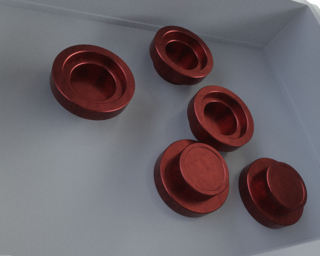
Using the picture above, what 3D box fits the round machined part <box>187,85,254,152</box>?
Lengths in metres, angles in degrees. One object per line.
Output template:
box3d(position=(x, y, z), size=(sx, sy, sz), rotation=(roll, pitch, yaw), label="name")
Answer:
box3d(position=(0.082, -0.009, 0.444), size=(0.099, 0.042, 0.098), rotation=(14, 56, -21), label="round machined part")

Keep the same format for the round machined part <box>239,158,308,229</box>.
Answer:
box3d(position=(0.162, 0.086, 0.430), size=(0.099, 0.042, 0.098), rotation=(14, 56, -21), label="round machined part")

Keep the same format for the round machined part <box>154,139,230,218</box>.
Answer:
box3d(position=(0.046, 0.057, 0.384), size=(0.099, 0.042, 0.098), rotation=(13, 56, -21), label="round machined part")

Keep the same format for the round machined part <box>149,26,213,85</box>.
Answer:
box3d(position=(0.029, -0.105, 0.474), size=(0.099, 0.042, 0.098), rotation=(14, 56, -21), label="round machined part")

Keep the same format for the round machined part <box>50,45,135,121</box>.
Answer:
box3d(position=(-0.084, -0.051, 0.380), size=(0.099, 0.042, 0.098), rotation=(14, 56, -21), label="round machined part")
